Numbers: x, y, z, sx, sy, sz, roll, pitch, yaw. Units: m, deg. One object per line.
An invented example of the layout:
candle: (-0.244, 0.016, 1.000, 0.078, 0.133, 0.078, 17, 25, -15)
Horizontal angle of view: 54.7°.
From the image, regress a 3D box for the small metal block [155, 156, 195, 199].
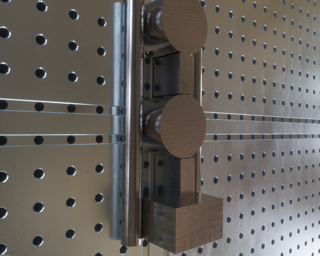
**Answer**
small metal block: (0.019, 0.063, 0.407, 0.025, 0.050, 0.050, 0, 90, -40)

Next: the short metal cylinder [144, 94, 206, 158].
short metal cylinder: (0.014, -0.002, 0.404, 0.081, 0.050, 0.080, 0, 90, -40)

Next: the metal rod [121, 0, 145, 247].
metal rod: (-0.033, -0.009, 0.380, 0.025, 0.025, 0.298, 1, 89, -40)

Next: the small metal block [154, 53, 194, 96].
small metal block: (0.018, -0.067, 0.406, 0.025, 0.050, 0.050, 1, 90, -40)

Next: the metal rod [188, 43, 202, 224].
metal rod: (0.048, -0.008, 0.448, 0.025, 0.025, 0.298, 1, 89, -40)

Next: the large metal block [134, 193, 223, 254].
large metal block: (0.022, 0.112, 0.392, 0.081, 0.080, 0.050, 1, 90, -40)

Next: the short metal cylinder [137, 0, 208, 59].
short metal cylinder: (0.016, -0.132, 0.405, 0.081, 0.050, 0.080, 0, 90, -40)
